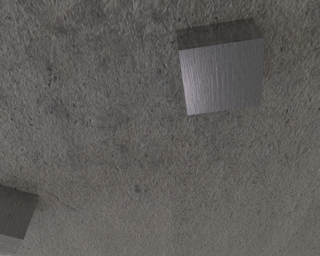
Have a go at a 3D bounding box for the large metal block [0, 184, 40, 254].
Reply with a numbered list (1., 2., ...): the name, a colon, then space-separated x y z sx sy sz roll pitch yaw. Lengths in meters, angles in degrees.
1. large metal block: -0.249 0.141 0.489 0.080 0.080 0.050 23 126 -19

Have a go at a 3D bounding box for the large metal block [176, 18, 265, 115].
1. large metal block: 0.064 -0.065 0.336 0.080 0.050 0.080 -7 130 6
